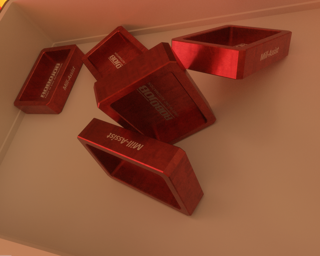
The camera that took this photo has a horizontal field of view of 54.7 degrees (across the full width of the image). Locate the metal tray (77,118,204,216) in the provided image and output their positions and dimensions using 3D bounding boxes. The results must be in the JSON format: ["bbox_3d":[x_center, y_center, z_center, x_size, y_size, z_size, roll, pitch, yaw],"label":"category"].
[{"bbox_3d":[-0.022,0.042,0.347,0.130,0.090,0.030,18,59,35],"label":"metal tray"}]

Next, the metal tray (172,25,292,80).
[{"bbox_3d":[0.087,-0.095,0.367,0.090,0.030,0.131,21,34,35],"label":"metal tray"}]

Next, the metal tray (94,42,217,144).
[{"bbox_3d":[0.000,-0.026,0.352,0.090,0.130,0.030,-28,54,14],"label":"metal tray"}]

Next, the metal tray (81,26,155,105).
[{"bbox_3d":[-0.063,-0.102,0.498,0.090,0.030,0.130,-41,51,0],"label":"metal tray"}]

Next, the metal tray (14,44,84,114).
[{"bbox_3d":[-0.198,-0.088,0.560,0.090,0.030,0.130,2,62,29],"label":"metal tray"}]
